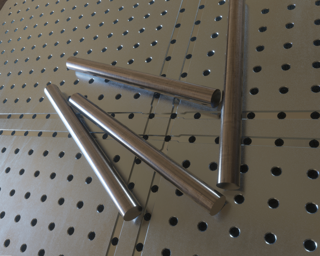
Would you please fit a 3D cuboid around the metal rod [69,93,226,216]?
[{"bbox_3d":[-0.038,0.018,0.418,0.300,0.025,0.025,33,80,38],"label":"metal rod"}]

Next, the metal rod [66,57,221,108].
[{"bbox_3d":[-0.045,-0.078,0.480,0.300,0.025,0.025,19,72,35],"label":"metal rod"}]

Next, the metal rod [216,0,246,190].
[{"bbox_3d":[0.095,-0.069,0.401,0.025,0.025,0.300,-5,59,26],"label":"metal rod"}]

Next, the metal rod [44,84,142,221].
[{"bbox_3d":[-0.112,0.016,0.458,0.025,0.025,0.300,-43,51,-1],"label":"metal rod"}]
